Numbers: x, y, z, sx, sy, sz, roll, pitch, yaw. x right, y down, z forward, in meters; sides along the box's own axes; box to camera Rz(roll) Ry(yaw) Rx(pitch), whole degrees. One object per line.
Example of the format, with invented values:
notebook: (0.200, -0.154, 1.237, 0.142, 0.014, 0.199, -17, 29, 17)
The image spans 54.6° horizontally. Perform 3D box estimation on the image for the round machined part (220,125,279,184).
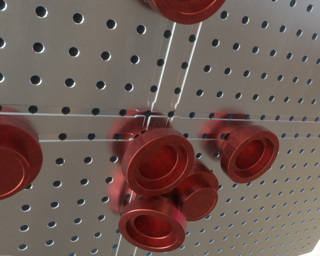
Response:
round machined part: (0.138, 0.038, 0.498, 0.099, 0.042, 0.097, -14, 124, -21)

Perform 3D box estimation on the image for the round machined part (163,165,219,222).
round machined part: (0.053, 0.110, 0.497, 0.099, 0.042, 0.097, -14, 124, -21)

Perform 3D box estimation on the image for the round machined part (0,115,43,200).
round machined part: (-0.176, 0.038, 0.327, 0.099, 0.042, 0.097, -14, 124, -21)

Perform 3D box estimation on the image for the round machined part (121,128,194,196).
round machined part: (-0.006, 0.042, 0.422, 0.099, 0.042, 0.097, -14, 124, -21)

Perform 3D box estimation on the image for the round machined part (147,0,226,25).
round machined part: (0.024, -0.159, 0.314, 0.099, 0.042, 0.097, -14, 124, -21)

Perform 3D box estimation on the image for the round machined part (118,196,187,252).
round machined part: (-0.009, 0.137, 0.460, 0.098, 0.042, 0.097, 6, 126, 8)
